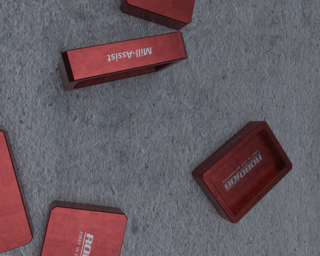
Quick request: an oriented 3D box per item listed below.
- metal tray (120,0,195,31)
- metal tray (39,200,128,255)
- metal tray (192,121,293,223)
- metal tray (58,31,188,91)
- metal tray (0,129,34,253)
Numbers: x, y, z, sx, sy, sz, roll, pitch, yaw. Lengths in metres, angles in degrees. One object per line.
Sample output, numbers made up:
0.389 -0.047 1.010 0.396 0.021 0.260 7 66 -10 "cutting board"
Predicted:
0.005 -0.206 0.408 0.091 0.030 0.129 12 86 -20 "metal tray"
-0.098 0.159 0.371 0.091 0.030 0.129 13 86 -20 "metal tray"
0.122 0.061 0.451 0.131 0.030 0.090 -38 102 -16 "metal tray"
-0.046 -0.075 0.357 0.131 0.090 0.030 -16 96 -19 "metal tray"
-0.199 0.073 0.333 0.091 0.030 0.129 -15 95 -20 "metal tray"
